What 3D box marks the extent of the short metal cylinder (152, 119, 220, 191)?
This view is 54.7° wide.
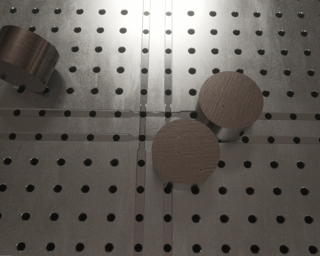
[{"bbox_3d":[0.030,0.035,0.386,0.081,0.050,0.080,0,70,0],"label":"short metal cylinder"}]

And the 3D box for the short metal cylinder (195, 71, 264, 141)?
[{"bbox_3d":[0.089,-0.028,0.410,0.081,0.050,0.080,0,70,-1],"label":"short metal cylinder"}]

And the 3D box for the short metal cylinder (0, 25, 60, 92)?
[{"bbox_3d":[-0.183,-0.090,0.413,0.080,0.080,0.050,15,71,5],"label":"short metal cylinder"}]
